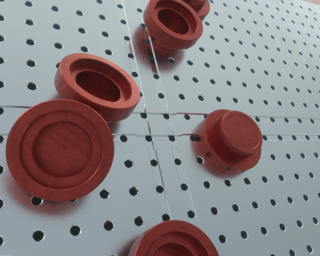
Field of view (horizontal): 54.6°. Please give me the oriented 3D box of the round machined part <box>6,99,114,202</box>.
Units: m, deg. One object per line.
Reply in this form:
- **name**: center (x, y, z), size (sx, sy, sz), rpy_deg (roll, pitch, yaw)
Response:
- **round machined part**: center (-0.098, 0.021, 0.314), size (0.099, 0.042, 0.098), rpy_deg (1, 88, -14)

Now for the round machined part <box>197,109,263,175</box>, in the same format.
- **round machined part**: center (0.107, 0.014, 0.445), size (0.099, 0.042, 0.098), rpy_deg (13, 56, -21)

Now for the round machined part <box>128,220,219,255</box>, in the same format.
- **round machined part**: center (0.011, 0.147, 0.313), size (0.099, 0.042, 0.098), rpy_deg (13, 56, -21)

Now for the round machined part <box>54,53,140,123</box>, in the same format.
- **round machined part**: center (-0.077, -0.042, 0.370), size (0.098, 0.042, 0.098), rpy_deg (23, 35, -18)

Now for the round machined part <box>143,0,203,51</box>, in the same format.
- **round machined part**: center (0.018, -0.167, 0.508), size (0.099, 0.042, 0.098), rpy_deg (13, 56, -21)

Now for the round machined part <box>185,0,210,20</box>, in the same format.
- **round machined part**: center (0.051, -0.243, 0.573), size (0.099, 0.042, 0.098), rpy_deg (13, 56, -21)
